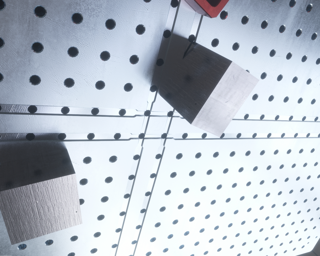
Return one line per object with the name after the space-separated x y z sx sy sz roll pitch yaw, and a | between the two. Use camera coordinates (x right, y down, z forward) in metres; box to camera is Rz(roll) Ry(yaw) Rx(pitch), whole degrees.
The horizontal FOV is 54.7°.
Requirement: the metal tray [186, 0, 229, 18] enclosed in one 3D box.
0.037 -0.187 0.311 0.131 0.030 0.090 30 102 -38 | metal tray

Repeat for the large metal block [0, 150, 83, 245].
-0.142 0.080 0.367 0.081 0.050 0.079 -12 124 -22 | large metal block

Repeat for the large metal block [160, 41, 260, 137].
0.057 -0.048 0.377 0.050 0.080 0.080 22 106 -36 | large metal block
